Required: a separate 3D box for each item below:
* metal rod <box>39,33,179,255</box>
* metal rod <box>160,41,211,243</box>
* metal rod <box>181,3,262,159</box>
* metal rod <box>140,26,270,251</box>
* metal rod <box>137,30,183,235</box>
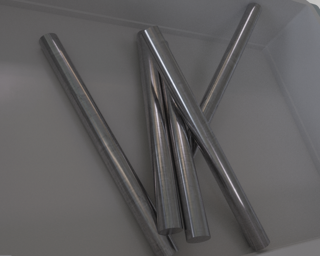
[{"bbox_3d":[-0.067,0.011,0.362,0.025,0.025,0.299,-22,73,-36],"label":"metal rod"},{"bbox_3d":[0.020,-0.008,0.398,0.025,0.025,0.299,9,51,-24],"label":"metal rod"},{"bbox_3d":[0.090,-0.073,0.449,0.025,0.025,0.300,32,67,-8],"label":"metal rod"},{"bbox_3d":[0.056,0.013,0.384,0.025,0.025,0.299,-28,90,-37],"label":"metal rod"},{"bbox_3d":[-0.006,-0.019,0.396,0.025,0.025,0.299,9,53,-24],"label":"metal rod"}]
